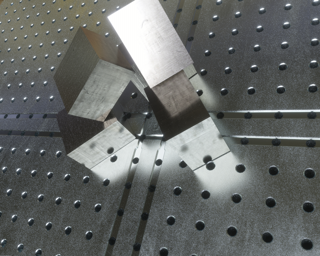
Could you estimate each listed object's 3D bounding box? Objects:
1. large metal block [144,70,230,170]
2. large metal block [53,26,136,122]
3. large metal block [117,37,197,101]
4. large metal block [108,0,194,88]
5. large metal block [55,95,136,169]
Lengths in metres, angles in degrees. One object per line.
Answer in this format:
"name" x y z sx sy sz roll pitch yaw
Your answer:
"large metal block" 0.032 -0.009 0.359 0.050 0.080 0.080 -30 52 9
"large metal block" -0.086 -0.068 0.393 0.080 0.050 0.080 -53 47 23
"large metal block" -0.007 -0.091 0.429 0.080 0.080 0.050 -36 52 4
"large metal block" -0.010 -0.092 0.343 0.050 0.080 0.080 -31 9 3
"large metal block" -0.092 -0.003 0.440 0.080 0.050 0.080 -34 52 5
